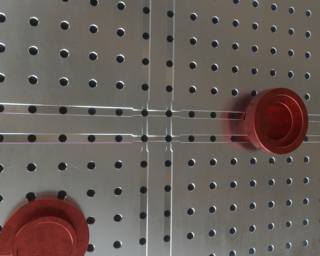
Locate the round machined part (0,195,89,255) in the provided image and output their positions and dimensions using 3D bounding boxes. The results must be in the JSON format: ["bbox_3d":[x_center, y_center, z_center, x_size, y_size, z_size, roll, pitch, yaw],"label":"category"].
[{"bbox_3d":[-0.131,0.130,0.355,0.099,0.042,0.097,0,90,-20],"label":"round machined part"}]

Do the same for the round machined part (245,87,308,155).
[{"bbox_3d":[0.169,-0.010,0.465,0.099,0.042,0.097,0,90,-20],"label":"round machined part"}]
